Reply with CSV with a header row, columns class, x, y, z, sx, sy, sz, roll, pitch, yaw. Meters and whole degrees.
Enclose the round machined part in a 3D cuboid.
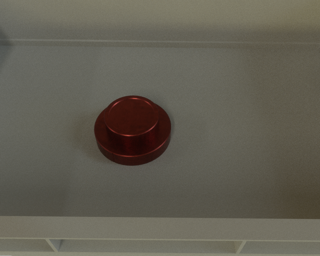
class,x,y,z,sx,sy,sz,roll,pitch,yaw
round machined part,-0.035,-0.004,0.397,0.099,0.042,0.098,0,50,0
